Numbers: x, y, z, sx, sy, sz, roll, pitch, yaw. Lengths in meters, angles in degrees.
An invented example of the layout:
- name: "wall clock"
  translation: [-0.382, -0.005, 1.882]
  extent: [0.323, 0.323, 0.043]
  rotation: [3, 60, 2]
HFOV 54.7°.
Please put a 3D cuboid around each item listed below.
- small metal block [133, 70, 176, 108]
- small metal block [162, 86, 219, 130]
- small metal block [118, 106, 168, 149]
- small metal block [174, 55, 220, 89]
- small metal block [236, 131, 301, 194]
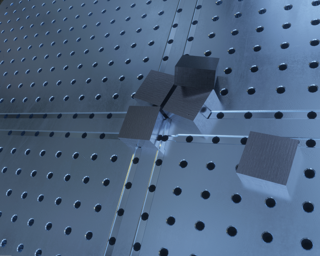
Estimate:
- name: "small metal block"
  translation: [-0.001, -0.051, 0.439]
  extent: [0.050, 0.025, 0.050]
  rotation: [21, 73, 35]
- name: "small metal block"
  translation: [0.040, -0.031, 0.405]
  extent: [0.050, 0.025, 0.050]
  rotation: [23, 74, 36]
- name: "small metal block"
  translation: [-0.023, -0.002, 0.420]
  extent: [0.050, 0.025, 0.050]
  rotation: [4, 63, 29]
- name: "small metal block"
  translation: [0.049, -0.074, 0.404]
  extent: [0.050, 0.025, 0.050]
  rotation: [8, 31, 12]
- name: "small metal block"
  translation: [0.115, 0.035, 0.326]
  extent: [0.050, 0.025, 0.050]
  rotation: [12, 68, 32]
